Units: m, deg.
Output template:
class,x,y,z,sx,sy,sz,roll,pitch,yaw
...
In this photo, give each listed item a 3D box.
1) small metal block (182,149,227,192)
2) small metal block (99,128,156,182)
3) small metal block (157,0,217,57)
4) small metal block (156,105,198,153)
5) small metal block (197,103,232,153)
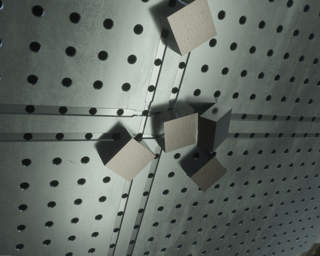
class,x,y,z,sx,sy,sz,roll,pitch,yaw
small metal block,0.072,0.068,0.495,0.050,0.025,0.050,-42,130,0
small metal block,-0.043,0.037,0.412,0.050,0.025,0.050,-45,130,3
small metal block,0.032,-0.120,0.356,0.050,0.025,0.050,-33,129,-7
small metal block,0.024,0.001,0.427,0.050,0.025,0.050,-16,125,-20
small metal block,0.078,-0.001,0.441,0.050,0.025,0.050,-36,137,-45
